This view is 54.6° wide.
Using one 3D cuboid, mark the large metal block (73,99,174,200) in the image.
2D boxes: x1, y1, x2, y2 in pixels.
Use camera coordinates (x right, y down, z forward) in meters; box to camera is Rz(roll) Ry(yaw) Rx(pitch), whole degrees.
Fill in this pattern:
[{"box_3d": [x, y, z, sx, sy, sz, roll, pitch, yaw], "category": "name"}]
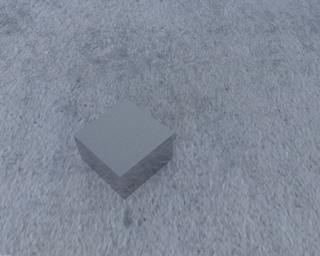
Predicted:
[{"box_3d": [-0.041, 0.022, 0.368, 0.080, 0.050, 0.080, 37, 59, 26], "category": "large metal block"}]
